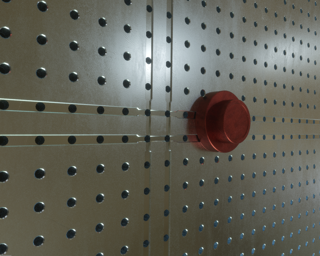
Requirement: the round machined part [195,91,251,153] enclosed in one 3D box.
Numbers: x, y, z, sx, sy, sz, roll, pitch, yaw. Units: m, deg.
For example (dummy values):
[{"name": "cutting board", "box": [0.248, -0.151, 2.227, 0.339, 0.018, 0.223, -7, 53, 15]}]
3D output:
[{"name": "round machined part", "box": [0.104, -0.010, 0.484, 0.099, 0.042, 0.097, 0, 90, -40]}]
